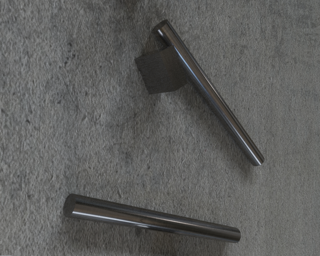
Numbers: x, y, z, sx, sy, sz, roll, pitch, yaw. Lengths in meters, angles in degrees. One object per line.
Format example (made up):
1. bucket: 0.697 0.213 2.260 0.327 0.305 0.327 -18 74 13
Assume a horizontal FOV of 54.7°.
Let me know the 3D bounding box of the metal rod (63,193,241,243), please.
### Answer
1. metal rod: 0.014 0.129 0.418 0.302 0.025 0.025 24 75 -38

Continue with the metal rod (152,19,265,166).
1. metal rod: 0.088 -0.038 0.480 0.300 0.025 0.025 48 62 -30

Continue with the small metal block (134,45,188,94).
1. small metal block: 0.001 -0.072 0.391 0.025 0.050 0.050 -36 113 -34
